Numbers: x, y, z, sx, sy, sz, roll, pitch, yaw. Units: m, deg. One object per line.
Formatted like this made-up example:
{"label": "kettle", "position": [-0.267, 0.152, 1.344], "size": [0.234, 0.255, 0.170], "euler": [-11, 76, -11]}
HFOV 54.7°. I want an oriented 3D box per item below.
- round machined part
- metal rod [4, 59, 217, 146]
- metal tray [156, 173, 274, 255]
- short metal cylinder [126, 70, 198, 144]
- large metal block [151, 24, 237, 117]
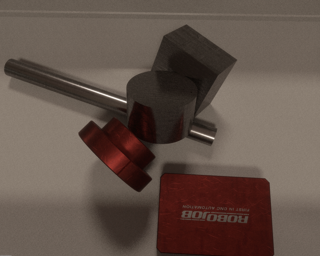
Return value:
{"label": "round machined part", "position": [-0.043, 0.025, 0.359], "size": [0.098, 0.098, 0.042], "euler": [43, 84, 13]}
{"label": "metal rod", "position": [-0.070, -0.037, 0.422], "size": [0.301, 0.025, 0.025], "euler": [19, 71, 6]}
{"label": "metal tray", "position": [0.063, 0.104, 0.370], "size": [0.131, 0.030, 0.090], "euler": [3, 70, 0]}
{"label": "short metal cylinder", "position": [0.001, -0.026, 0.366], "size": [0.081, 0.050, 0.080], "euler": [3, 40, -2]}
{"label": "large metal block", "position": [0.038, -0.071, 0.400], "size": [0.080, 0.079, 0.050], "euler": [39, 48, 13]}
